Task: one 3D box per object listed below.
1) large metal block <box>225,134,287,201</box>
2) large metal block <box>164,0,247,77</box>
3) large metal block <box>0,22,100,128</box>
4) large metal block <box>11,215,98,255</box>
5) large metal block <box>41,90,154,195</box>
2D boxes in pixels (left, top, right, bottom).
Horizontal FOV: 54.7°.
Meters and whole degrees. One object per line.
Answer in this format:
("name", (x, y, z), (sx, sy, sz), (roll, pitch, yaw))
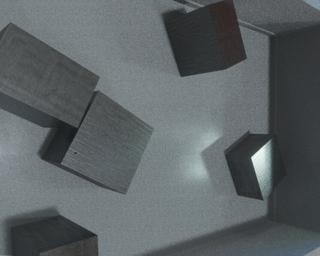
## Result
("large metal block", (0.165, 0.064, 0.529), (0.081, 0.050, 0.080), (-32, 110, -35))
("large metal block", (0.061, -0.120, 0.422), (0.050, 0.080, 0.080), (-30, 109, -36))
("large metal block", (-0.115, -0.039, 0.274), (0.080, 0.080, 0.050), (30, 71, -36))
("large metal block", (-0.098, 0.135, 0.288), (0.050, 0.080, 0.079), (-4, 93, -40))
("large metal block", (-0.065, 0.017, 0.336), (0.080, 0.050, 0.080), (36, 68, -34))
